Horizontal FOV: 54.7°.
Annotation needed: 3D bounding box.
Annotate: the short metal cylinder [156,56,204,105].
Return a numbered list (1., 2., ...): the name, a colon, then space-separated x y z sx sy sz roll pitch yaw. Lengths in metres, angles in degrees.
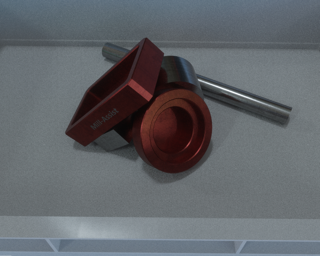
1. short metal cylinder: 0.013 -0.048 0.410 0.081 0.080 0.050 -7 51 -6

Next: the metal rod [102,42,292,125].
1. metal rod: 0.043 -0.073 0.466 0.301 0.025 0.025 23 54 18

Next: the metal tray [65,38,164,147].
1. metal tray: -0.056 -0.042 0.376 0.030 0.130 0.090 38 41 -25

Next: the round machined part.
1. round machined part: 0.011 0.001 0.369 0.099 0.098 0.042 -32 22 -24

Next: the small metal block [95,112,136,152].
1. small metal block: -0.050 -0.001 0.387 0.025 0.050 0.050 45 51 -20
